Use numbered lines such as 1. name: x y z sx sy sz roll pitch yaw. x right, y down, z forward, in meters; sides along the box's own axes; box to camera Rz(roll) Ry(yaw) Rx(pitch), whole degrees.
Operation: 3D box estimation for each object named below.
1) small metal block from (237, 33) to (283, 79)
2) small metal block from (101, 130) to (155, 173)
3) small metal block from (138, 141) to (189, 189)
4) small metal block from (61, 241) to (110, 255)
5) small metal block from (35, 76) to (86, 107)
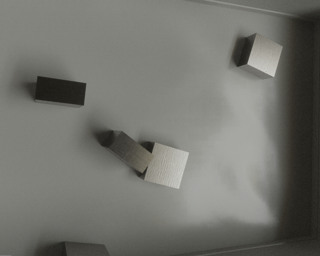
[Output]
1. small metal block: 0.151 -0.108 0.468 0.050 0.025 0.050 20 83 -19
2. small metal block: -0.041 0.028 0.383 0.050 0.050 0.025 39 78 -16
3. small metal block: 0.005 0.049 0.414 0.050 0.025 0.050 18 84 -20
4. small metal block: -0.088 0.157 0.366 0.050 0.050 0.025 13 86 -20
5. small metal block: -0.115 -0.040 0.355 0.050 0.050 0.025 6 88 -20
